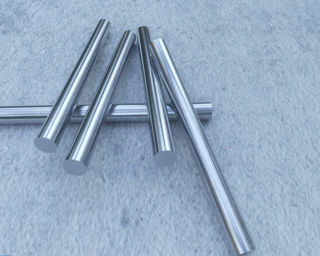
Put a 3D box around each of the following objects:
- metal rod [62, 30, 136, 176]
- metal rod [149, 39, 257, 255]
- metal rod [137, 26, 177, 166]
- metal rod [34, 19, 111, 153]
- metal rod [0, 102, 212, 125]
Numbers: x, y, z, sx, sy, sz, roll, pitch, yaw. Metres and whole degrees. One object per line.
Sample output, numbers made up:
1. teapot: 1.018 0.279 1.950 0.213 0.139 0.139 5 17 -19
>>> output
1. metal rod: -0.070 -0.059 0.423 0.025 0.025 0.300 5 42 4
2. metal rod: 0.039 0.001 0.377 0.025 0.025 0.299 -13 59 -11
3. metal rod: -0.012 -0.068 0.433 0.025 0.025 0.300 -5 42 -5
4. metal rod: -0.112 -0.083 0.448 0.025 0.025 0.300 4 43 3
5. metal rod: -0.082 -0.020 0.418 0.302 0.025 0.025 -1 50 -2
